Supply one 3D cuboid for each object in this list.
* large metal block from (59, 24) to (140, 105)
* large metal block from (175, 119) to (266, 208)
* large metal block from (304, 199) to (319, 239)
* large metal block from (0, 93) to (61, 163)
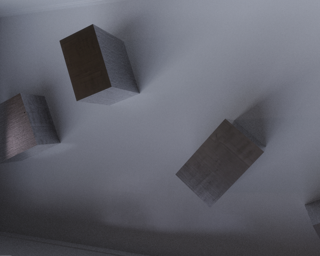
[{"bbox_3d":[-0.076,-0.078,0.408,0.050,0.080,0.080,-19,84,19],"label":"large metal block"},{"bbox_3d":[0.073,0.036,0.355,0.050,0.080,0.080,43,104,15],"label":"large metal block"},{"bbox_3d":[0.200,0.095,0.310,0.080,0.080,0.050,-28,81,18],"label":"large metal block"},{"bbox_3d":[-0.212,0.002,0.472,0.080,0.050,0.080,-23,82,18],"label":"large metal block"}]
